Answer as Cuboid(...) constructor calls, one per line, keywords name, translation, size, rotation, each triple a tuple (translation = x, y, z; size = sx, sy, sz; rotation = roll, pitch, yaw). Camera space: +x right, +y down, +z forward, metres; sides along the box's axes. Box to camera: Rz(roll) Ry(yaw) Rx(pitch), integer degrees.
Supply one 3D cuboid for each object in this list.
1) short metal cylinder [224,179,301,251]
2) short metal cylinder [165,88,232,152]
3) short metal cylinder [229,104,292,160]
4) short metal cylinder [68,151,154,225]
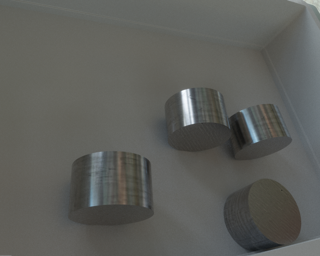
Cuboid(name="short metal cylinder", translation=(0.129, 0.111, 0.394), size=(0.081, 0.050, 0.080), rotation=(14, 56, -21))
Cuboid(name="short metal cylinder", translation=(0.048, -0.009, 0.403), size=(0.081, 0.080, 0.050), rotation=(9, 58, -24))
Cuboid(name="short metal cylinder", translation=(0.139, 0.008, 0.443), size=(0.081, 0.080, 0.050), rotation=(1, 61, -28))
Cuboid(name="short metal cylinder", translation=(-0.048, 0.062, 0.308), size=(0.081, 0.080, 0.050), rotation=(9, 58, -24))
